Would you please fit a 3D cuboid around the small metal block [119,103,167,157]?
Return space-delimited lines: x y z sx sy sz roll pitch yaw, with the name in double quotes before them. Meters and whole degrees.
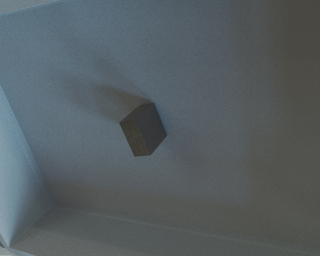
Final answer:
"small metal block" -0.020 0.002 0.400 0.025 0.050 0.050 -9 113 32
